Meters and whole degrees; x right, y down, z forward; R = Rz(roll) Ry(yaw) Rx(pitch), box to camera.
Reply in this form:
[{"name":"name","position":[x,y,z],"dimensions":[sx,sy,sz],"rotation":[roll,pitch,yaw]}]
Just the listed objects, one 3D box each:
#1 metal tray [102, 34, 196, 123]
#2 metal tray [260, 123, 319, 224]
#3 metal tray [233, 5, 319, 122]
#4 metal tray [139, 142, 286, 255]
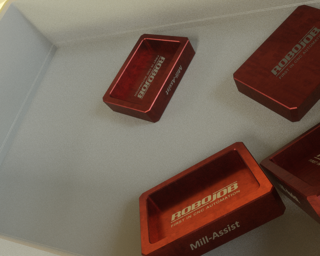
[{"name":"metal tray","position":[-0.016,-0.078,0.458],"dimensions":[0.090,0.030,0.130],"rotation":[17,70,34]},{"name":"metal tray","position":[0.143,0.027,0.253],"dimensions":[0.090,0.130,0.030],"rotation":[-35,91,5]},{"name":"metal tray","position":[0.164,-0.080,0.365],"dimensions":[0.130,0.030,0.090],"rotation":[-46,51,-4]},{"name":"metal tray","position":[0.043,0.074,0.309],"dimensions":[0.130,0.030,0.090],"rotation":[-30,24,8]}]
